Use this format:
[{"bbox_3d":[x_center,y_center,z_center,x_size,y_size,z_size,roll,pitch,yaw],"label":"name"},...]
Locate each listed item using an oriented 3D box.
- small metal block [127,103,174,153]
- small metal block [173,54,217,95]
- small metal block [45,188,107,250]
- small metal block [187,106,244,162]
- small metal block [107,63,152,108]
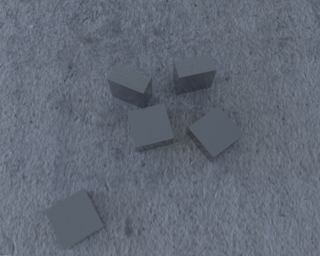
[{"bbox_3d":[-0.012,0.000,0.408,0.050,0.025,0.050,-14,71,-6],"label":"small metal block"},{"bbox_3d":[0.045,-0.072,0.422,0.050,0.050,0.025,-13,71,-5],"label":"small metal block"},{"bbox_3d":[-0.099,0.108,0.367,0.050,0.025,0.050,-29,73,-11],"label":"small metal block"},{"bbox_3d":[0.071,0.008,0.406,0.050,0.025,0.050,-35,74,-12],"label":"small metal block"},{"bbox_3d":[-0.039,-0.054,0.414,0.050,0.050,0.025,23,72,8],"label":"small metal block"}]
